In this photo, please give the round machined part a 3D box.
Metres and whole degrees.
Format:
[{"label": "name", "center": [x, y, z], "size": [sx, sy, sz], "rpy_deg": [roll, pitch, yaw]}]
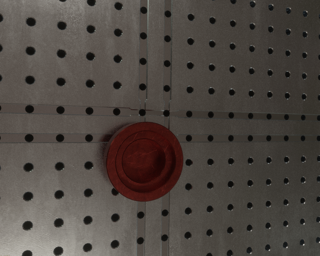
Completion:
[{"label": "round machined part", "center": [-0.024, 0.041, 0.396], "size": [0.099, 0.042, 0.097], "rpy_deg": [0, 90, -21]}]
